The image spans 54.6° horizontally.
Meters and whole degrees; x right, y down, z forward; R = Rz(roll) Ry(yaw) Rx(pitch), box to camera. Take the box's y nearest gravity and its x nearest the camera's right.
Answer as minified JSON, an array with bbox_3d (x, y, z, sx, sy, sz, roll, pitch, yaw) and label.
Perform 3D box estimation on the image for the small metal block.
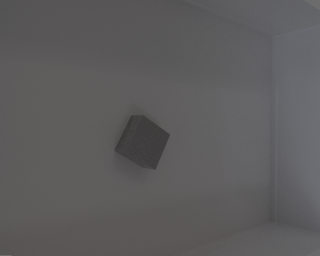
[{"bbox_3d":[-0.021,0.018,0.388,0.050,0.025,0.050,36,68,-34],"label":"small metal block"}]
